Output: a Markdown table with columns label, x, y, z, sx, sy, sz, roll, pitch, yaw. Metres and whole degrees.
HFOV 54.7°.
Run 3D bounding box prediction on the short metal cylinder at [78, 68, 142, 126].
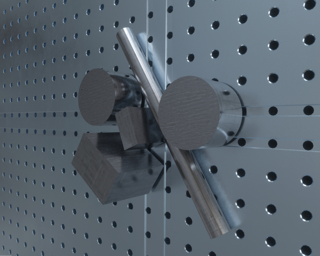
| label | x | y | z | sx | sy | sz | roll | pitch | yaw |
| --- | --- | --- | --- | --- | --- | --- | --- | --- | --- |
| short metal cylinder | -0.073 | -0.043 | 0.449 | 0.080 | 0.050 | 0.079 | 0 | 90 | 40 |

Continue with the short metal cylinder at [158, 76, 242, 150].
| label | x | y | z | sx | sy | sz | roll | pitch | yaw |
| --- | --- | --- | --- | --- | --- | --- | --- | --- | --- |
| short metal cylinder | 0.045 | -0.016 | 0.351 | 0.080 | 0.050 | 0.079 | 0 | 90 | 40 |

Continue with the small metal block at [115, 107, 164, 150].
| label | x | y | z | sx | sy | sz | roll | pitch | yaw |
| --- | --- | --- | --- | --- | --- | --- | --- | --- | --- |
| small metal block | -0.027 | 0.001 | 0.410 | 0.025 | 0.050 | 0.050 | -27 | 73 | 37 |

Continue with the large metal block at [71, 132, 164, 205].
| label | x | y | z | sx | sy | sz | roll | pitch | yaw |
| --- | --- | --- | --- | --- | --- | --- | --- | --- | --- |
| large metal block | -0.057 | 0.049 | 0.414 | 0.080 | 0.081 | 0.050 | 42 | 116 | 32 |

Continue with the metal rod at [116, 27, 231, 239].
| label | x | y | z | sx | sy | sz | roll | pitch | yaw |
| --- | --- | --- | --- | --- | --- | --- | --- | --- | --- |
| metal rod | 0.009 | -0.008 | 0.397 | 0.025 | 0.025 | 0.299 | -38 | 67 | 33 |
